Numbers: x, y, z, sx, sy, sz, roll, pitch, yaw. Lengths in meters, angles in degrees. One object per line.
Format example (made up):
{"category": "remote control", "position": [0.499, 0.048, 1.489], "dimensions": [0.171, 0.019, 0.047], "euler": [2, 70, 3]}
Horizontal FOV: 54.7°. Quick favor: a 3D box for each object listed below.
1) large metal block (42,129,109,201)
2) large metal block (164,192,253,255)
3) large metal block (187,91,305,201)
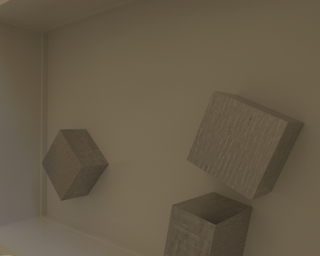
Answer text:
{"category": "large metal block", "position": [-0.141, 0.058, 0.507], "dimensions": [0.080, 0.050, 0.080], "euler": [51, 120, 28]}
{"category": "large metal block", "position": [0.051, 0.121, 0.329], "dimensions": [0.050, 0.081, 0.079], "euler": [15, 100, 39]}
{"category": "large metal block", "position": [0.086, 0.015, 0.320], "dimensions": [0.080, 0.050, 0.079], "euler": [30, 109, 36]}
